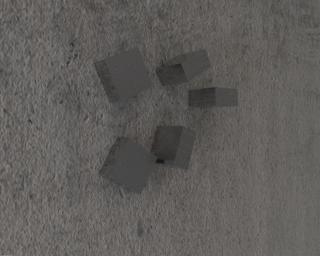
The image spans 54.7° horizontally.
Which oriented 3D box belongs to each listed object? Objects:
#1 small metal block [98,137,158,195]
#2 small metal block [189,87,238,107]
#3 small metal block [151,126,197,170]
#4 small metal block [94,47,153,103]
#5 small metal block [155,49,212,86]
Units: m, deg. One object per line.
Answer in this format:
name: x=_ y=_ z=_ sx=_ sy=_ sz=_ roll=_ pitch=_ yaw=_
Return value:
small metal block: x=-0.037 y=0.045 z=0.373 sx=0.050 sy=0.025 sz=0.050 roll=38 pitch=67 yaw=-33
small metal block: x=0.078 y=-0.044 z=0.453 sx=0.050 sy=0.050 sz=0.025 roll=-2 pitch=91 yaw=-40
small metal block: x=0.015 y=0.025 z=0.401 sx=0.025 sy=0.050 sz=0.050 roll=24 pitch=75 yaw=-38
small metal block: x=-0.043 y=-0.063 z=0.368 sx=0.050 sy=0.025 sz=0.050 roll=-32 pitch=110 yaw=-35
small metal block: x=0.031 y=-0.081 z=0.414 sx=0.050 sy=0.050 sz=0.025 roll=-37 pitch=113 yaw=-34
